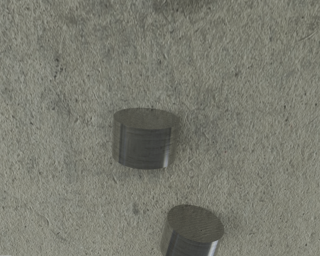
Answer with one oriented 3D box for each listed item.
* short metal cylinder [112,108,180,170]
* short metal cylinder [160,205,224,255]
[{"bbox_3d":[-0.018,0.010,0.384,0.081,0.080,0.050,5,110,-2],"label":"short metal cylinder"},{"bbox_3d":[0.044,0.153,0.437,0.081,0.080,0.050,11,110,-4],"label":"short metal cylinder"}]
